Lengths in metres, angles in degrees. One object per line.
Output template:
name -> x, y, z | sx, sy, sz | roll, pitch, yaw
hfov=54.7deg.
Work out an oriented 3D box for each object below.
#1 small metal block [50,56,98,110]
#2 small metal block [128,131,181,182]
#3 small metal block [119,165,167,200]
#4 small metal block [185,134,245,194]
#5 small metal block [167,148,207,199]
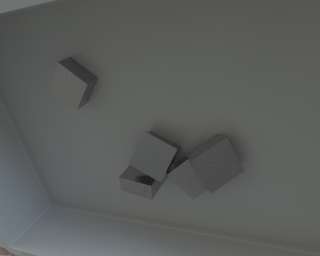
small metal block -> -0.121, -0.062, 0.434 | 0.050, 0.025, 0.050 | 37, 129, 3
small metal block -> -0.007, 0.038, 0.421 | 0.050, 0.025, 0.050 | 28, 98, 12
small metal block -> -0.024, 0.072, 0.449 | 0.050, 0.050, 0.025 | 11, 123, 22
small metal block -> 0.067, 0.043, 0.382 | 0.050, 0.050, 0.025 | 60, 171, -15
small metal block -> 0.047, 0.063, 0.423 | 0.050, 0.025, 0.050 | 44, 129, -3
